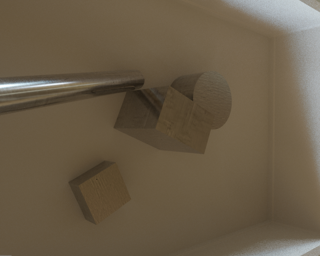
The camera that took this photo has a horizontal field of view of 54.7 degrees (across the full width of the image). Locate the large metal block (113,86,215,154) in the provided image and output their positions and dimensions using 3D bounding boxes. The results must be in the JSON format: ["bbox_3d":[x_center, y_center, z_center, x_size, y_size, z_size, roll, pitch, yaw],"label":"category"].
[{"bbox_3d":[0.005,-0.007,0.377,0.080,0.080,0.050,28,72,-37],"label":"large metal block"}]

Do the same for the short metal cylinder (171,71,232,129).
[{"bbox_3d":[0.057,-0.038,0.440,0.081,0.050,0.079,0,90,-40],"label":"short metal cylinder"}]

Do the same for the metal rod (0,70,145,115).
[{"bbox_3d":[-0.088,-0.031,0.249,0.301,0.025,0.025,-27,110,-65],"label":"metal rod"}]

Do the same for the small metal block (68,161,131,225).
[{"bbox_3d":[-0.067,0.072,0.352,0.050,0.025,0.050,-31,110,-36],"label":"small metal block"}]
